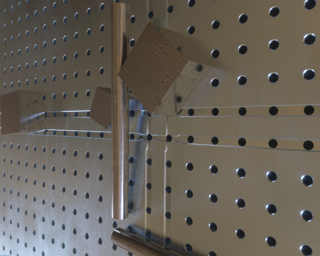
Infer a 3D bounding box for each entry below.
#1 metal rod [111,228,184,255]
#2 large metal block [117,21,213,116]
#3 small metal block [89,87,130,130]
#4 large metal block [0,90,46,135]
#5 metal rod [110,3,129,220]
[{"bbox_3d":[0.051,0.176,0.366,0.300,0.025,0.025,7,95,39],"label":"metal rod"},{"bbox_3d":[0.004,-0.072,0.390,0.080,0.050,0.080,51,120,27],"label":"large metal block"},{"bbox_3d":[-0.079,-0.030,0.475,0.050,0.025,0.050,31,109,36],"label":"small metal block"},{"bbox_3d":[-0.276,-0.029,0.621,0.080,0.050,0.080,-6,86,40],"label":"large metal block"},{"bbox_3d":[-0.056,-0.017,0.436,0.025,0.025,0.298,8,101,40],"label":"metal rod"}]
